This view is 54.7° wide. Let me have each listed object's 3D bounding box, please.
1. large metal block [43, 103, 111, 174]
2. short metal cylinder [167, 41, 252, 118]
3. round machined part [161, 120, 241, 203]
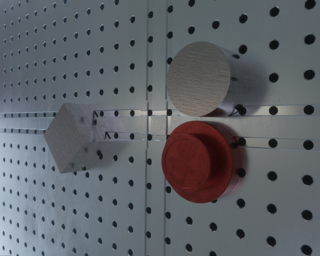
[{"bbox_3d":[-0.138,0.016,0.507,0.080,0.050,0.080,-48,62,29],"label":"large metal block"},{"bbox_3d":[0.054,-0.052,0.348,0.080,0.050,0.079,0,90,40],"label":"short metal cylinder"},{"bbox_3d":[0.041,0.040,0.365,0.098,0.042,0.097,0,90,40],"label":"round machined part"}]
